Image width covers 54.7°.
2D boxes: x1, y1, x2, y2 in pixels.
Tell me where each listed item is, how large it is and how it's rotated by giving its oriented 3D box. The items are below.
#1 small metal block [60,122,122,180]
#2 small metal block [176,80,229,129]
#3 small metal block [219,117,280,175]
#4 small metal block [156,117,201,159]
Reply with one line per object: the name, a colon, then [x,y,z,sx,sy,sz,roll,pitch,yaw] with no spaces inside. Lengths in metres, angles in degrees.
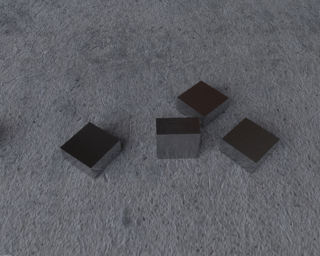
small metal block: [-0.084,0.027,0.380,0.050,0.025,0.050,29,56,22]
small metal block: [0.059,-0.033,0.432,0.050,0.025,0.050,-36,59,-27]
small metal block: [0.111,0.021,0.386,0.050,0.025,0.050,-37,59,-27]
small metal block: [0.021,0.013,0.376,0.050,0.050,0.025,-1,50,-1]
